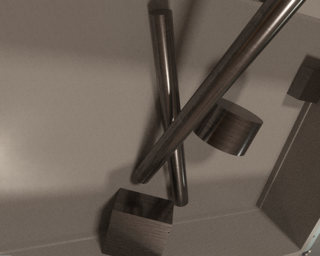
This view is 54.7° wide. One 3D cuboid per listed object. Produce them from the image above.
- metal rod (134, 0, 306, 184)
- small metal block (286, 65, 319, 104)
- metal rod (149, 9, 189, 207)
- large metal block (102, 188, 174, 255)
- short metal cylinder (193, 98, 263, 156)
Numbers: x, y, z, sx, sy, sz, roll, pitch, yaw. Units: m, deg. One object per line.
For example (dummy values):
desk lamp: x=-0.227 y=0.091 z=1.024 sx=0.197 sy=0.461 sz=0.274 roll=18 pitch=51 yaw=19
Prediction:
metal rod: x=0.039 y=-0.019 z=0.339 sx=0.025 sy=0.025 sz=0.298 roll=3 pitch=143 yaw=-30
small metal block: x=0.241 y=-0.070 z=0.500 sx=0.050 sy=0.025 sz=0.050 roll=6 pitch=116 yaw=-31
metal rod: x=0.017 y=-0.003 z=0.417 sx=0.025 sy=0.025 sz=0.298 roll=-20 pitch=126 yaw=-17
large metal block: x=-0.030 y=0.142 z=0.443 sx=0.080 sy=0.050 sz=0.079 roll=15 pitch=114 yaw=-1
short metal cylinder: x=0.091 y=-0.005 z=0.422 sx=0.081 sy=0.080 sz=0.050 roll=12 pitch=112 yaw=-34
